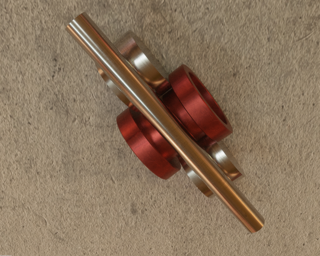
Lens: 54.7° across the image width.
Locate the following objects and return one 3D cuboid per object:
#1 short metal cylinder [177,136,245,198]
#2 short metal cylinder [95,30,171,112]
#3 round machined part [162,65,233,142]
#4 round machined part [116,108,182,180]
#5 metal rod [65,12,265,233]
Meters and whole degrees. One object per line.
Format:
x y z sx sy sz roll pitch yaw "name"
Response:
0.064 0.043 0.398 0.050 0.080 0.080 -37 106 12 "short metal cylinder"
-0.028 -0.065 0.357 0.050 0.080 0.080 -37 106 12 "short metal cylinder"
0.040 -0.023 0.364 0.042 0.098 0.098 -36 107 17 "round machined part"
-0.004 0.011 0.375 0.042 0.098 0.098 -39 106 9 "round machined part"
0.018 0.007 0.329 0.025 0.025 0.300 -38 106 12 "metal rod"
